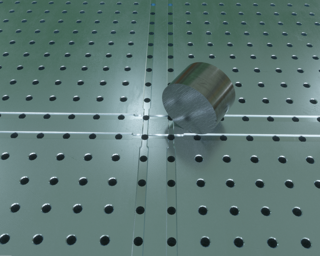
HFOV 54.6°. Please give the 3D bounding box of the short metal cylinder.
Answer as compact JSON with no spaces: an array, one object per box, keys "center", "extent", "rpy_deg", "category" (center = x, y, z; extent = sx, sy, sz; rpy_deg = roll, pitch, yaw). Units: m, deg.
[{"center":[0.050,-0.038,0.404],"extent":[0.080,0.080,0.050],"rpy_deg":[28,56,22],"category":"short metal cylinder"}]
